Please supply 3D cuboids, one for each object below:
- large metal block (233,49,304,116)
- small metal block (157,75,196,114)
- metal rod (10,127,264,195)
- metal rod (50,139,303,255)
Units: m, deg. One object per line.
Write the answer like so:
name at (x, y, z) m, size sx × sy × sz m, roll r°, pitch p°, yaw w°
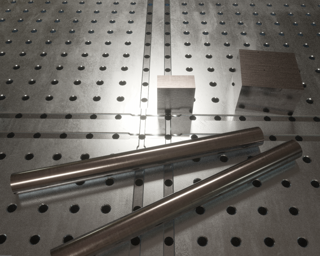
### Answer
large metal block at (0.153, -0.067, 0.450) m, size 0.080 × 0.050 × 0.080 m, roll 5°, pitch 50°, yaw 4°
small metal block at (0.021, -0.046, 0.430) m, size 0.050 × 0.050 × 0.025 m, roll 0°, pitch 50°, yaw -1°
metal rod at (-0.019, 0.037, 0.376) m, size 0.302 × 0.025 × 0.025 m, roll -10°, pitch 51°, yaw -9°
metal rod at (0.034, 0.077, 0.342) m, size 0.302 × 0.025 × 0.025 m, roll -21°, pitch 53°, yaw -17°
